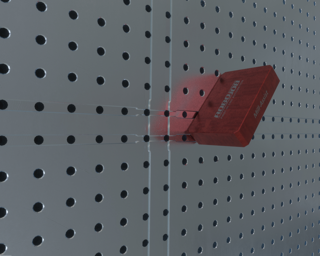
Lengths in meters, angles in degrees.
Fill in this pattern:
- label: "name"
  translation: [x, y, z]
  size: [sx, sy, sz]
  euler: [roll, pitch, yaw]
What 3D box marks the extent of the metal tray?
- label: "metal tray"
  translation: [0.109, -0.033, 0.457]
  size: [0.030, 0.090, 0.130]
  euler: [49, 61, -29]
